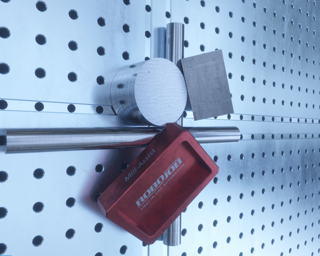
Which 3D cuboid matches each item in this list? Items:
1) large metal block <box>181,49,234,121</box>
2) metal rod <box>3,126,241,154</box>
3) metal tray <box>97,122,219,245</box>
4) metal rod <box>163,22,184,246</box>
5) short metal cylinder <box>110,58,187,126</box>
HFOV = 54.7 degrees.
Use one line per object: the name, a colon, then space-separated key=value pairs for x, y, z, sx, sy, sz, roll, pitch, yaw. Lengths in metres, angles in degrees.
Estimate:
large metal block: x=0.065 y=-0.061 z=0.421 sx=0.080 sy=0.050 sz=0.080 roll=-58 pitch=136 yaw=-73
metal rod: x=-0.018 y=0.011 z=0.372 sx=0.303 sy=0.025 sz=0.025 roll=-1 pitch=91 yaw=-33
metal tray: x=0.002 y=0.068 z=0.374 sx=0.130 sy=0.030 sz=0.090 roll=-46 pitch=126 yaw=-7
metal rod: x=0.019 y=0.008 z=0.425 sx=0.025 sy=0.025 sz=0.298 roll=1 pitch=90 yaw=-40
short metal cylinder: x=-0.013 y=-0.042 z=0.381 sx=0.081 sy=0.050 sz=0.079 roll=0 pitch=90 yaw=-40
